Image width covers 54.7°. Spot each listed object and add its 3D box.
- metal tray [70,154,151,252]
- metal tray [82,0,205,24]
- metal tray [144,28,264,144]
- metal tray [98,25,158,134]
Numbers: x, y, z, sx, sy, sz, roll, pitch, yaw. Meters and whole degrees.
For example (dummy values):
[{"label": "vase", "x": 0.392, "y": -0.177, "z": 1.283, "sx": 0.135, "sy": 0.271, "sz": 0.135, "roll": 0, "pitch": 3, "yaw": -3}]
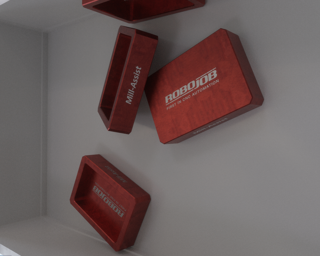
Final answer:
[{"label": "metal tray", "x": -0.080, "y": 0.108, "z": 0.469, "sx": 0.130, "sy": 0.030, "sz": 0.089, "roll": 31, "pitch": 109, "yaw": 35}, {"label": "metal tray", "x": -0.021, "y": -0.165, "z": 0.382, "sx": 0.130, "sy": 0.091, "sz": 0.030, "roll": 3, "pitch": 92, "yaw": 40}, {"label": "metal tray", "x": 0.044, "y": -0.044, "z": 0.367, "sx": 0.130, "sy": 0.030, "sz": 0.090, "roll": -27, "pitch": 73, "yaw": 36}, {"label": "metal tray", "x": -0.048, "y": -0.067, "z": 0.417, "sx": 0.090, "sy": 0.030, "sz": 0.129, "roll": 46, "pitch": 121, "yaw": 62}]
